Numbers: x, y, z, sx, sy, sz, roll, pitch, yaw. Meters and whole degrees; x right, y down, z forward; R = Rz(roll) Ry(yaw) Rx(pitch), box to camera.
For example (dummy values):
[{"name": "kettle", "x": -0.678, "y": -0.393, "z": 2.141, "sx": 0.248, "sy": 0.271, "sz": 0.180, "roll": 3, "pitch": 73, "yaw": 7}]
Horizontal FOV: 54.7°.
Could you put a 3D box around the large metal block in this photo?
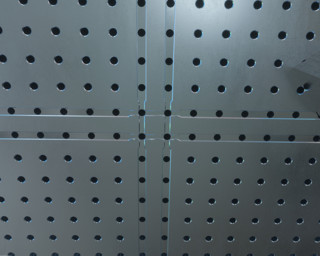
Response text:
[{"name": "large metal block", "x": 0.216, "y": -0.047, "z": 0.370, "sx": 0.050, "sy": 0.080, "sz": 0.080, "roll": -33, "pitch": 107, "yaw": 11}]
